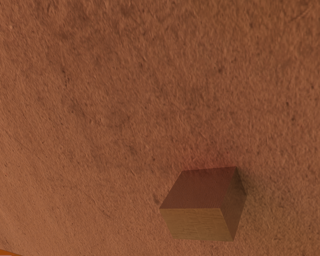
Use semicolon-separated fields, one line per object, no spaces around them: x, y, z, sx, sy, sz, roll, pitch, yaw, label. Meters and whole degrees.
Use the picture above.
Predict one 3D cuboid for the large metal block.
0.058;0.096;0.399;0.080;0.080;0.050;-10;114;32;large metal block
